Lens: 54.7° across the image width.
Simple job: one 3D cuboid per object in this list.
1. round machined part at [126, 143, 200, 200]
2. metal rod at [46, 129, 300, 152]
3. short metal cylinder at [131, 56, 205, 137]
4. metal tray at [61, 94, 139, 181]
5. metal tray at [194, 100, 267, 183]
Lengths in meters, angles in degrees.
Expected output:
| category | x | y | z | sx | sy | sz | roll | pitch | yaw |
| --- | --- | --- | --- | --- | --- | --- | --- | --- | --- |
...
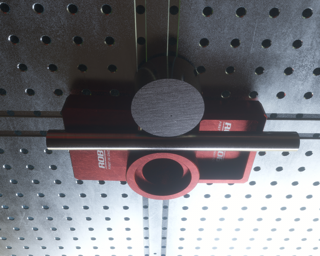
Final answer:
| category | x | y | z | sx | sy | sz | roll | pitch | yaw |
| --- | --- | --- | --- | --- | --- | --- | --- | --- | --- |
| round machined part | 0.004 | 0.053 | 0.429 | 0.099 | 0.042 | 0.097 | 0 | 130 | 0 |
| metal rod | 0.017 | 0.015 | 0.380 | 0.302 | 0.025 | 0.025 | 0 | 130 | -1 |
| short metal cylinder | 0.009 | -0.036 | 0.359 | 0.081 | 0.050 | 0.079 | 0 | 130 | 0 |
| metal tray | -0.074 | 0.018 | 0.416 | 0.091 | 0.030 | 0.129 | 2 | 130 | -2 |
| metal tray | 0.084 | 0.023 | 0.423 | 0.091 | 0.030 | 0.129 | 0 | 130 | -1 |
